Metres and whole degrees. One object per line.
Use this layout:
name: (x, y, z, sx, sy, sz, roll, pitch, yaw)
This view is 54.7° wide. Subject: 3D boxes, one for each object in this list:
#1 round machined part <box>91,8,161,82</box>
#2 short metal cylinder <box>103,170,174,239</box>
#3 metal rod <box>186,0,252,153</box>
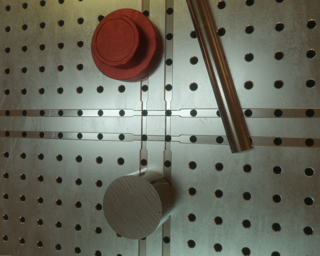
round machined part: (-0.051, -0.114, 0.421, 0.098, 0.042, 0.097, 0, 90, 19)
short metal cylinder: (-0.027, 0.098, 0.408, 0.080, 0.050, 0.079, 0, 90, 19)
metal rod: (0.060, -0.115, 0.391, 0.025, 0.025, 0.298, -17, 84, 19)
